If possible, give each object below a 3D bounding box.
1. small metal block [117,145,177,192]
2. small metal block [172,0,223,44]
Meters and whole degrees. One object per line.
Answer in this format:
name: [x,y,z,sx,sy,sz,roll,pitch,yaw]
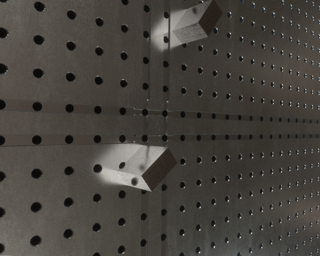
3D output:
small metal block: [-0.016,0.048,0.382,0.050,0.050,0.025,-45,118,-31]
small metal block: [0.053,-0.150,0.439,0.025,0.050,0.050,46,63,-31]
